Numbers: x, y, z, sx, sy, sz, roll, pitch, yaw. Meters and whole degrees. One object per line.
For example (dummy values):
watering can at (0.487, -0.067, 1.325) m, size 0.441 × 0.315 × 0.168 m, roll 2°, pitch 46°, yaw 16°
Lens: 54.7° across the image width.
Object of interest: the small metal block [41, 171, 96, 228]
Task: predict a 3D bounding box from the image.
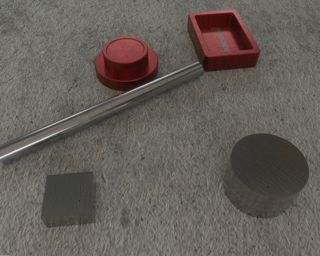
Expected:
small metal block at (-0.097, 0.077, 0.337) m, size 0.050 × 0.025 × 0.050 m, roll -5°, pitch 50°, yaw -5°

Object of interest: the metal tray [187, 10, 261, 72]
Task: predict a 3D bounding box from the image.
metal tray at (0.104, -0.153, 0.529) m, size 0.091 × 0.030 × 0.130 m, roll -6°, pitch 50°, yaw -6°

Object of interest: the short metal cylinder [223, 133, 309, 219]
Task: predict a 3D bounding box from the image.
short metal cylinder at (0.115, 0.053, 0.344) m, size 0.081 × 0.050 × 0.080 m, roll 0°, pitch 50°, yaw 0°

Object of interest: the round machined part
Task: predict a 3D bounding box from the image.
round machined part at (-0.052, -0.106, 0.480) m, size 0.099 × 0.042 × 0.098 m, roll 0°, pitch 50°, yaw 0°

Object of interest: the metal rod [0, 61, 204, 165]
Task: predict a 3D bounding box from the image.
metal rod at (-0.066, -0.029, 0.426) m, size 0.302 × 0.025 × 0.025 m, roll -27°, pitch 55°, yaw -21°
